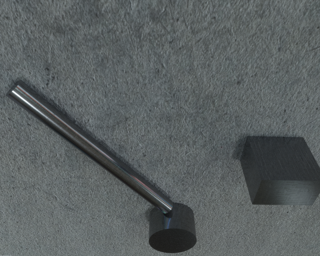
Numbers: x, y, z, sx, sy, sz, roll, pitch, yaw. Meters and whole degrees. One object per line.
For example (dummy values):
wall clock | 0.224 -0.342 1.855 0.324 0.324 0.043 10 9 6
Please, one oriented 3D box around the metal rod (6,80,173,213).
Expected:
metal rod | -0.080 0.042 0.441 0.025 0.025 0.300 -31 124 23

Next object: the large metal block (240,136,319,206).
large metal block | 0.162 0.057 0.422 0.081 0.080 0.050 2 130 -2

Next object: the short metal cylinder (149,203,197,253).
short metal cylinder | 0.021 0.175 0.540 0.081 0.050 0.079 0 130 0
